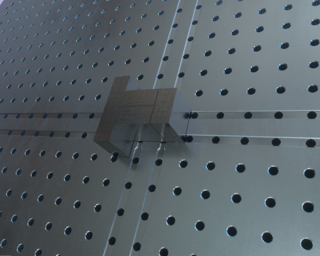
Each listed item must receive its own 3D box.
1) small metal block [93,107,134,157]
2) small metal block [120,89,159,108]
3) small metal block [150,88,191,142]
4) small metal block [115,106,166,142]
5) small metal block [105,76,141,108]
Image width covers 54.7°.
[{"bbox_3d":[-0.058,0.006,0.416,0.025,0.050,0.050,0,62,28],"label":"small metal block"},{"bbox_3d":[-0.016,-0.027,0.415,0.050,0.050,0.025,0,62,28],"label":"small metal block"},{"bbox_3d":[0.015,-0.016,0.392,0.025,0.050,0.050,0,62,28],"label":"small metal block"},{"bbox_3d":[-0.022,-0.005,0.404,0.050,0.050,0.025,0,62,28],"label":"small metal block"},{"bbox_3d":[-0.047,-0.038,0.438,0.025,0.050,0.050,0,62,28],"label":"small metal block"}]
